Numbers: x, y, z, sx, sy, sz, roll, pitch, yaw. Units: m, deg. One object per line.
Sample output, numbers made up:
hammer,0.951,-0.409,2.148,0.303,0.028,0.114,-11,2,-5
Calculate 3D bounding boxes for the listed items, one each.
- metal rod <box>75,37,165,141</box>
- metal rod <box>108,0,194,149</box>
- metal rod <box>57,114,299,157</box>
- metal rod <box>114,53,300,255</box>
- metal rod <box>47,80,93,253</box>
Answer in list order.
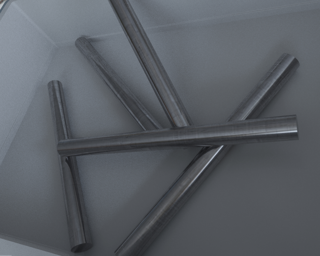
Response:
metal rod,-0.071,-0.070,0.486,0.025,0.025,0.300,-41,51,0
metal rod,-0.025,-0.111,0.406,0.025,0.025,0.299,-29,78,10
metal rod,-0.001,0.014,0.366,0.300,0.025,0.025,-6,59,26
metal rod,0.058,0.031,0.355,0.300,0.025,0.025,-49,51,-6
metal rod,-0.140,0.033,0.458,0.025,0.025,0.300,-30,52,9
